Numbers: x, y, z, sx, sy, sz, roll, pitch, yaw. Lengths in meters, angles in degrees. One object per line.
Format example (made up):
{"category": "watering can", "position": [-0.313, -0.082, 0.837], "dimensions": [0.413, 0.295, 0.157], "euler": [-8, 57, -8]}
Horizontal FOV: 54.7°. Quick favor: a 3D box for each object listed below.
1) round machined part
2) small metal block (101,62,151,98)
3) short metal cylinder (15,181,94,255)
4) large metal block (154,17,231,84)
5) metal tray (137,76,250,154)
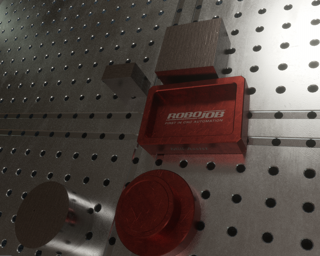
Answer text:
{"category": "round machined part", "position": [-0.008, 0.091, 0.345], "dimensions": [0.098, 0.042, 0.098], "euler": [-13, 56, 20]}
{"category": "small metal block", "position": [-0.049, -0.069, 0.459], "dimensions": [0.050, 0.050, 0.025], "euler": [0, 62, 28]}
{"category": "short metal cylinder", "position": [-0.131, 0.113, 0.390], "dimensions": [0.080, 0.050, 0.080], "euler": [-13, 56, 20]}
{"category": "large metal block", "position": [0.047, -0.098, 0.426], "dimensions": [0.080, 0.050, 0.080], "euler": [0, 61, 27]}
{"category": "metal tray", "position": [0.042, -0.015, 0.390], "dimensions": [0.130, 0.030, 0.090], "euler": [-3, 60, 26]}
